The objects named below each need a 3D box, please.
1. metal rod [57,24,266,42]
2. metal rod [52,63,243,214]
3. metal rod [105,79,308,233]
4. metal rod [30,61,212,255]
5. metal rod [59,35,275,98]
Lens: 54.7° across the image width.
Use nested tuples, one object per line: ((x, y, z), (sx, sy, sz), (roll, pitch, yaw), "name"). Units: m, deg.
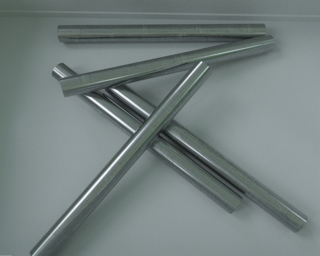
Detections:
((0.003, -0.141, 0.460), (0.302, 0.025, 0.025), (-1, 70, -1), "metal rod")
((-0.025, 0.007, 0.406), (0.300, 0.025, 0.025), (37, 74, 12), "metal rod")
((0.050, 0.027, 0.400), (0.300, 0.025, 0.025), (37, 74, 12), "metal rod")
((-0.041, 0.035, 0.374), (0.025, 0.025, 0.300), (39, 82, 12), "metal rod")
((0.019, -0.088, 0.425), (0.302, 0.025, 0.025), (-15, 71, -12), "metal rod")
